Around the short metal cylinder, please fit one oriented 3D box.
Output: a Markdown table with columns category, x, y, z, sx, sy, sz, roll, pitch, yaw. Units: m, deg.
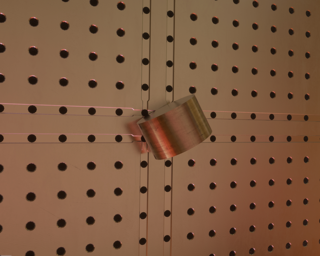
| category | x | y | z | sx | sy | sz | roll | pitch | yaw |
| --- | --- | --- | --- | --- | --- | --- | --- | --- | --- |
| short metal cylinder | 0.018 | -0.002 | 0.389 | 0.080 | 0.080 | 0.050 | -30 | 99 | -18 |
